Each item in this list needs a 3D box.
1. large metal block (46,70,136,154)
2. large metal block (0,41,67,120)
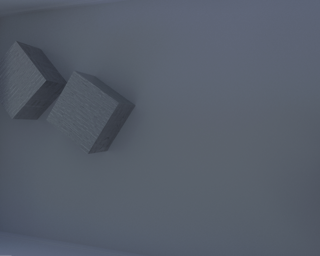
[{"bbox_3d":[-0.096,-0.021,0.431,0.080,0.050,0.080,36,102,16],"label":"large metal block"},{"bbox_3d":[-0.201,-0.069,0.468,0.080,0.050,0.080,-43,77,15],"label":"large metal block"}]
